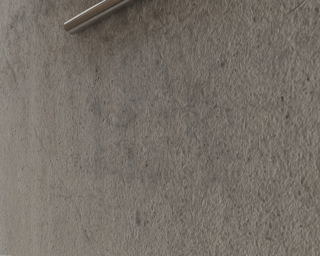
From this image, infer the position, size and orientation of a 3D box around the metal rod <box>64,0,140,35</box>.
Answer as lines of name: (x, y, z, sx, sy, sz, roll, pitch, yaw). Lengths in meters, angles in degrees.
metal rod: (-0.037, -0.190, 0.433, 0.300, 0.025, 0.025, -9, 84, 39)
